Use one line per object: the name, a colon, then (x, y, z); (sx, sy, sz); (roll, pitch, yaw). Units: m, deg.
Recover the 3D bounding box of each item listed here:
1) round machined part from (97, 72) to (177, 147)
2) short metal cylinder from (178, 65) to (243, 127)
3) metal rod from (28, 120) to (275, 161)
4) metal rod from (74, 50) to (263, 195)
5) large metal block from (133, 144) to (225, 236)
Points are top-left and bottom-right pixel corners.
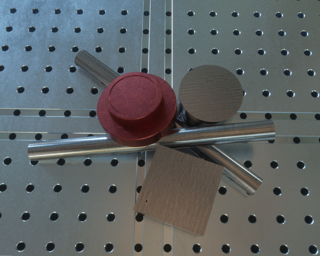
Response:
round machined part: (-0.029, -0.029, 0.377); (0.099, 0.042, 0.098); (-2, 61, 5)
short metal cylinder: (0.064, -0.036, 0.411); (0.081, 0.050, 0.080); (0, 70, 0)
metal rod: (-0.014, 0.016, 0.386); (0.302, 0.025, 0.025); (-5, 70, 5)
metal rod: (0.003, -0.014, 0.417); (0.300, 0.025, 0.025); (37, 74, 12)
large metal block: (0.022, 0.075, 0.369); (0.080, 0.050, 0.080); (19, 71, 6)
